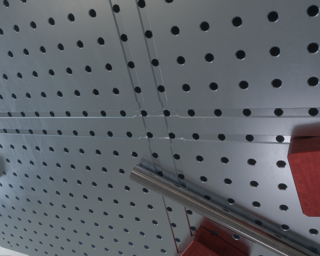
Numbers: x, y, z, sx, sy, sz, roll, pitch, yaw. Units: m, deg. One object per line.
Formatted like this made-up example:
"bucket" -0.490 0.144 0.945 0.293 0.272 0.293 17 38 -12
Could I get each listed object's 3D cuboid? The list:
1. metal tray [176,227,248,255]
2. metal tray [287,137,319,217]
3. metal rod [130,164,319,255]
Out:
"metal tray" 0.074 0.229 0.510 0.090 0.030 0.129 31 129 7
"metal tray" 0.213 0.050 0.326 0.130 0.030 0.090 -10 114 32
"metal rod" 0.093 0.128 0.440 0.301 0.025 0.025 25 127 12
